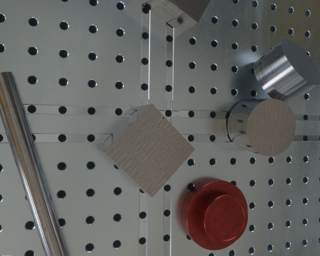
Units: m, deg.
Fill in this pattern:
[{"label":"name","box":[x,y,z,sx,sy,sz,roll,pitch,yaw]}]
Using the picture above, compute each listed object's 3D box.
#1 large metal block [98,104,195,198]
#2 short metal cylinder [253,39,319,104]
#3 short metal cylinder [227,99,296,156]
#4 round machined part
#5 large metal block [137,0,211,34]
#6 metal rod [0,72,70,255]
[{"label":"large metal block","box":[-0.018,0.027,0.393,0.080,0.050,0.080,47,76,-14]},{"label":"short metal cylinder","box":[0.183,-0.081,0.447,0.080,0.050,0.080,21,50,-27]},{"label":"short metal cylinder","box":[0.146,-0.003,0.449,0.081,0.050,0.079,-2,96,-17]},{"label":"round machined part","box":[0.083,0.123,0.434,0.099,0.042,0.097,0,90,-20]},{"label":"large metal block","box":[0.026,-0.187,0.408,0.080,0.050,0.080,32,80,-17]},{"label":"metal rod","box":[-0.140,0.084,0.361,0.025,0.025,0.298,-17,96,-19]}]
